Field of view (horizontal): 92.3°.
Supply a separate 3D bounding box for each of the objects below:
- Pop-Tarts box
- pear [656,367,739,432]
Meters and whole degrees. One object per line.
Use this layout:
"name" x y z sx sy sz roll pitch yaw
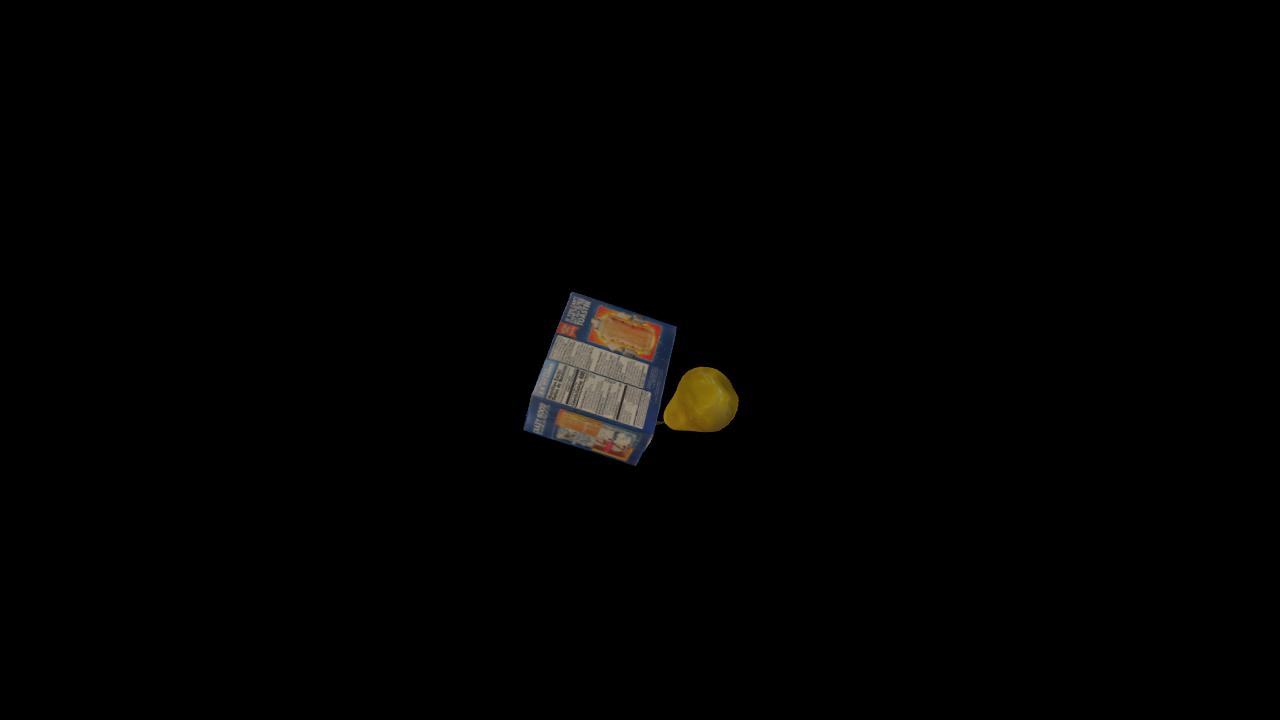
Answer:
"Pop-Tarts box" -0.044 0.021 0.738 0.141 0.167 0.083 18 -40 -5
"pear" 0.062 0.061 0.741 0.111 0.080 0.080 -41 -18 23
